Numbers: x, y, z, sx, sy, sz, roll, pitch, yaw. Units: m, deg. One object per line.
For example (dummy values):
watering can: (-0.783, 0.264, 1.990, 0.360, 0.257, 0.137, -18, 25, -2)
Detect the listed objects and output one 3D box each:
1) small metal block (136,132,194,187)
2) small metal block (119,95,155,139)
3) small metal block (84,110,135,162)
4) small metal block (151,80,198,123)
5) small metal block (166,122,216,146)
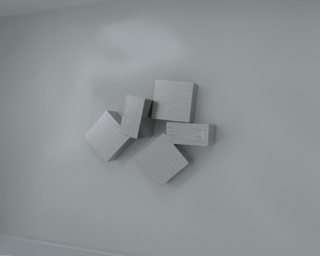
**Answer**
small metal block: (0.007, 0.041, 0.405, 0.050, 0.025, 0.050, -42, 77, 15)
small metal block: (-0.026, -0.014, 0.403, 0.025, 0.050, 0.050, 13, 95, 19)
small metal block: (-0.068, 0.011, 0.431, 0.050, 0.025, 0.050, -46, 76, 14)
small metal block: (0.019, -0.034, 0.401, 0.050, 0.025, 0.050, 7, 92, 19)
small metal block: (0.039, 0.007, 0.380, 0.050, 0.050, 0.025, 3, 91, 19)
